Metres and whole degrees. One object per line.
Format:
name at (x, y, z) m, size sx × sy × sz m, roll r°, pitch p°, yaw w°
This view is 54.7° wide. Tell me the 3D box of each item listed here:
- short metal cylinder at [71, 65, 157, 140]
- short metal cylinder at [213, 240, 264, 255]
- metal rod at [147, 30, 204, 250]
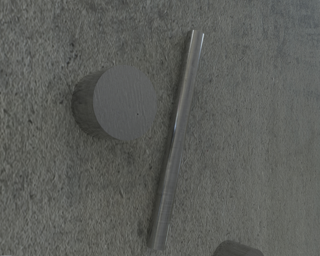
short metal cylinder at (-0.050, -0.027, 0.346) m, size 0.081 × 0.050 × 0.080 m, roll 0°, pitch 90°, yaw -40°
short metal cylinder at (0.124, 0.226, 0.493) m, size 0.081 × 0.050 × 0.080 m, roll 0°, pitch 90°, yaw -40°
metal rod at (0.023, 0.010, 0.423) m, size 0.025 × 0.025 × 0.299 m, roll 18°, pitch 79°, yaw -39°
